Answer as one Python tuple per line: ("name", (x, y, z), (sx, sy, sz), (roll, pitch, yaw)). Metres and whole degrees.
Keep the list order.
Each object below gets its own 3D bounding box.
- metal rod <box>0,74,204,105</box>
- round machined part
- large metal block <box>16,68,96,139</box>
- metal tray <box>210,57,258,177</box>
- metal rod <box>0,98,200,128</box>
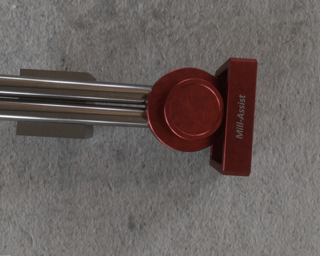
("metal rod", (-0.064, -0.042, 0.365), (0.302, 0.025, 0.025), (2, 90, -13))
("round machined part", (0.034, -0.021, 0.354), (0.099, 0.042, 0.097), (0, 92, -11))
("large metal block", (-0.128, -0.029, 0.393), (0.081, 0.050, 0.079), (3, 90, -1))
("metal tray", (0.087, -0.012, 0.379), (0.030, 0.090, 0.129), (4, 90, 0))
("metal rod", (-0.066, -0.015, 0.365), (0.302, 0.025, 0.025), (3, 90, -13))
